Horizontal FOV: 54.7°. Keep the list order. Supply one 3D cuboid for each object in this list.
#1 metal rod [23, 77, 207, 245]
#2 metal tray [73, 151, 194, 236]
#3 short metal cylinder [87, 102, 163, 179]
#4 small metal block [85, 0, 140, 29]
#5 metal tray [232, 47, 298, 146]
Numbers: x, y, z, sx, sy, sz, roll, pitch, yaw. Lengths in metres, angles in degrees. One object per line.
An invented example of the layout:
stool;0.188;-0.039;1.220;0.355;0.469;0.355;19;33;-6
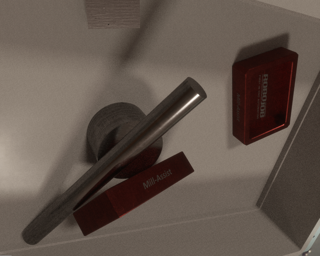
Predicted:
metal rod;-0.068;0.053;0.342;0.025;0.025;0.299;26;124;-38
metal tray;-0.029;0.077;0.378;0.131;0.030;0.090;-21;167;-47
short metal cylinder;-0.044;0.015;0.379;0.081;0.050;0.079;-14;124;-21
small metal block;-0.046;-0.125;0.300;0.050;0.025;0.050;-5;122;-10
metal tray;0.155;-0.045;0.464;0.091;0.030;0.129;-21;127;-16
